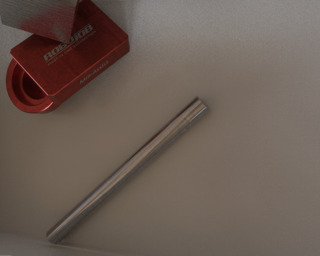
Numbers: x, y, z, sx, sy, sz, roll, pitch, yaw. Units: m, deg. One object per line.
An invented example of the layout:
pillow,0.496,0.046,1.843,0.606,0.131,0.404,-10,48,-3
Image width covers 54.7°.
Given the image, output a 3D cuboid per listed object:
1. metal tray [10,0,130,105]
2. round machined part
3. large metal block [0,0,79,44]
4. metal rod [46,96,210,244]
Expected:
metal tray,-0.118,-0.104,0.417,0.130,0.030,0.090,-41,77,-14
round machined part,-0.175,-0.070,0.461,0.098,0.042,0.097,0,90,19
large metal block,-0.138,-0.151,0.362,0.081,0.080,0.050,14,70,-18
metal rod,-0.052,0.066,0.427,0.299,0.025,0.025,-42,77,14
